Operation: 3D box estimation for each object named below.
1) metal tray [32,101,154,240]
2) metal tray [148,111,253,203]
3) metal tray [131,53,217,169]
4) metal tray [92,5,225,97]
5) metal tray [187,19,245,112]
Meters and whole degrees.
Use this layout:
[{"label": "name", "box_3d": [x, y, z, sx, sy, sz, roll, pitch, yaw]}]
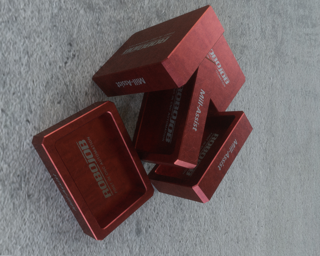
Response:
[{"label": "metal tray", "box_3d": [-0.068, 0.046, 0.347, 0.091, 0.030, 0.129, -36, 112, -34]}, {"label": "metal tray", "box_3d": [0.054, 0.032, 0.411, 0.130, 0.090, 0.030, -51, 121, -28]}, {"label": "metal tray", "box_3d": [0.014, -0.020, 0.377, 0.030, 0.090, 0.129, 21, 77, -39]}, {"label": "metal tray", "box_3d": [-0.007, -0.078, 0.334, 0.030, 0.130, 0.090, 52, 59, -28]}, {"label": "metal tray", "box_3d": [0.073, -0.094, 0.466, 0.090, 0.030, 0.130, -52, 121, -27]}]
